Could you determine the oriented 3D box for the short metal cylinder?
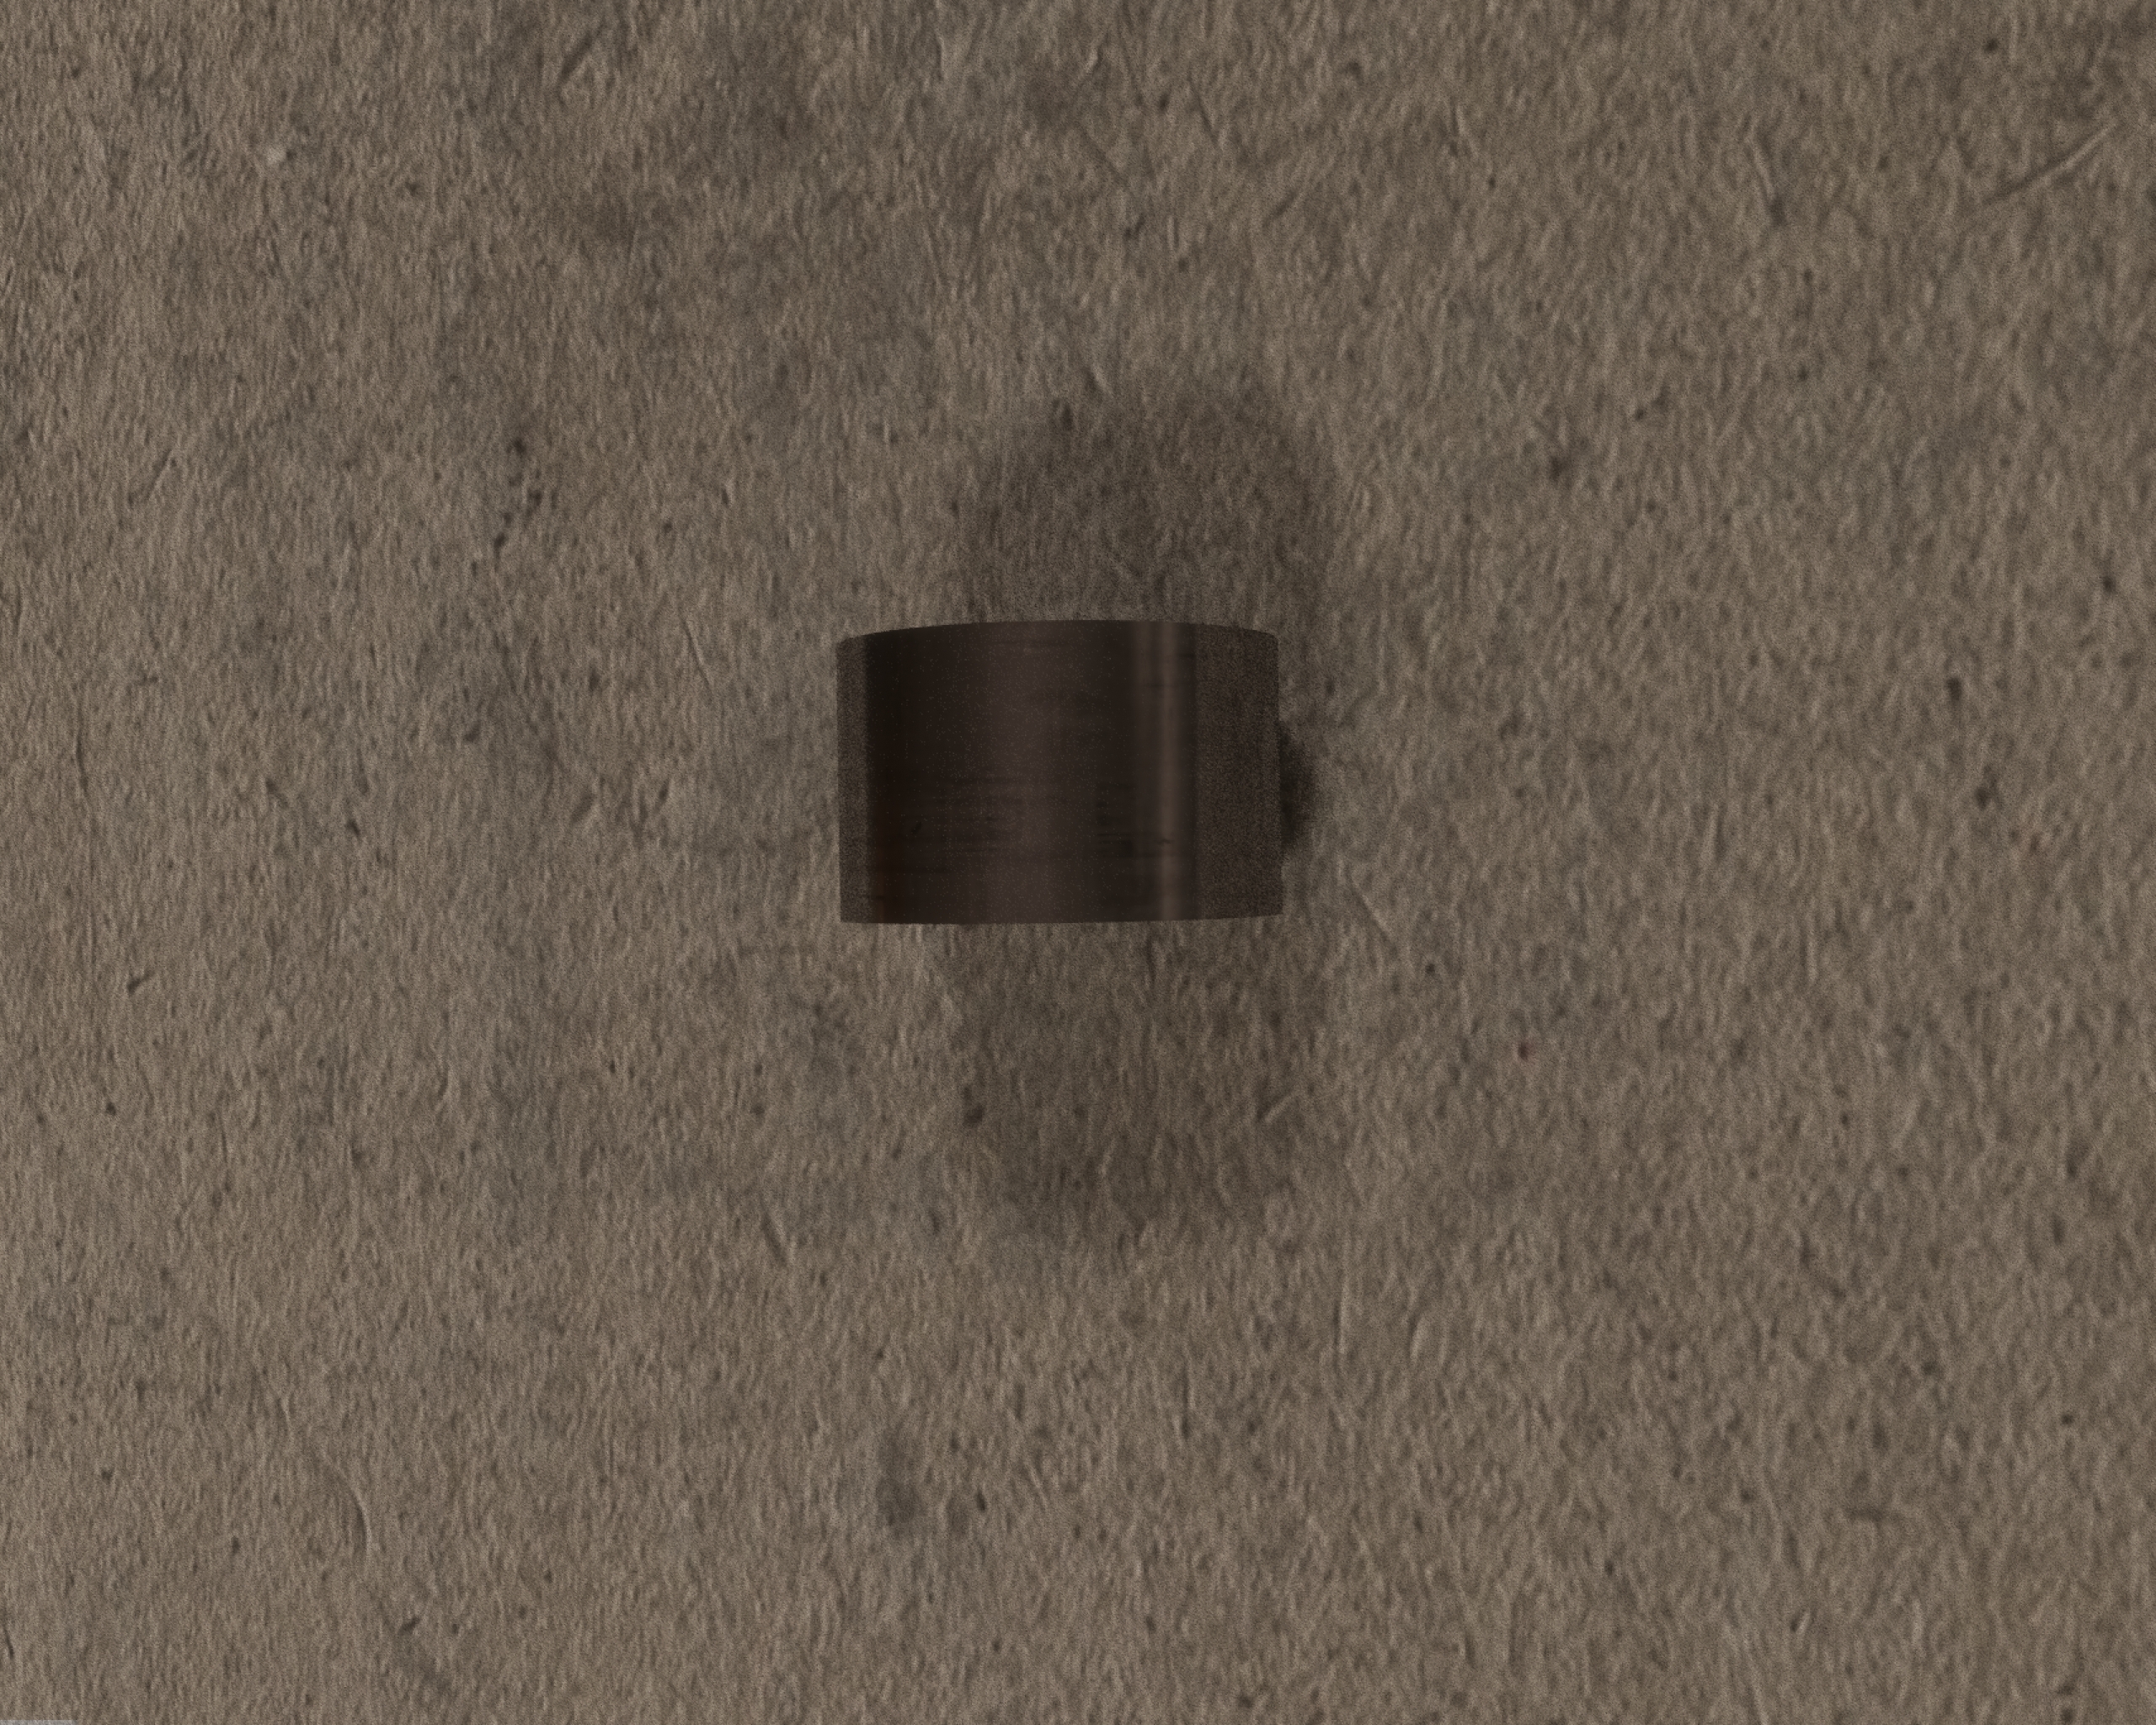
[{"bbox_3d":[-0.003,-0.015,0.382,0.080,0.080,0.050,-1,90,19],"label":"short metal cylinder"}]
